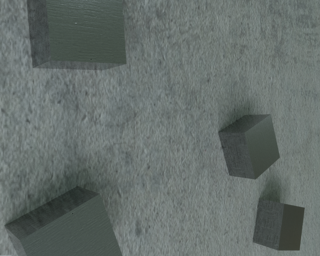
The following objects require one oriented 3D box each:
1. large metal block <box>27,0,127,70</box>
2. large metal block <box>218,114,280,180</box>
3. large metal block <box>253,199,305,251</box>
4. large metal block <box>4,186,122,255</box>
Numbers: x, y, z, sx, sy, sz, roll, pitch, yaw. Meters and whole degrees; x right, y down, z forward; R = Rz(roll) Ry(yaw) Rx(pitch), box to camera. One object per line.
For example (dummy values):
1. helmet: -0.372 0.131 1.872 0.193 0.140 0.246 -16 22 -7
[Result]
1. large metal block: -0.085 -0.104 0.318 0.081 0.050 0.079 -7 95 -40
2. large metal block: 0.151 0.029 0.518 0.081 0.050 0.080 -28 108 -37
3. large metal block: 0.224 0.181 0.580 0.080 0.050 0.080 19 78 -39
4. large metal block: -0.094 0.117 0.312 0.081 0.050 0.080 -27 107 -37
